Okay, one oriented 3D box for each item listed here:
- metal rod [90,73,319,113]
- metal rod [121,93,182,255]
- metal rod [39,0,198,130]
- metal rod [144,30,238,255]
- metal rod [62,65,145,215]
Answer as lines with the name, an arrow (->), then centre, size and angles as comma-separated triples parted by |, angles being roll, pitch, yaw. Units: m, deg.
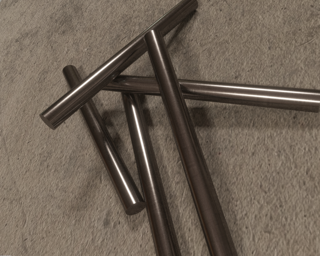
metal rod -> 0.036, -0.049, 0.394 | 0.301, 0.025, 0.025 | 9, 66, 24
metal rod -> -0.016, 0.047, 0.381 | 0.025, 0.025, 0.299 | -25, 53, 12
metal rod -> -0.042, -0.105, 0.436 | 0.025, 0.025, 0.301 | 23, 57, 36
metal rod -> 0.028, 0.010, 0.346 | 0.025, 0.025, 0.299 | -23, 64, 14
metal rod -> -0.094, -0.003, 0.453 | 0.025, 0.025, 0.300 | -37, 51, 3
